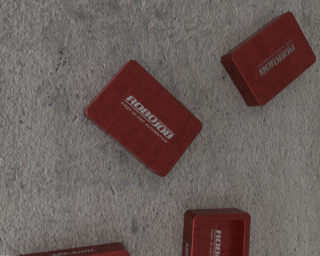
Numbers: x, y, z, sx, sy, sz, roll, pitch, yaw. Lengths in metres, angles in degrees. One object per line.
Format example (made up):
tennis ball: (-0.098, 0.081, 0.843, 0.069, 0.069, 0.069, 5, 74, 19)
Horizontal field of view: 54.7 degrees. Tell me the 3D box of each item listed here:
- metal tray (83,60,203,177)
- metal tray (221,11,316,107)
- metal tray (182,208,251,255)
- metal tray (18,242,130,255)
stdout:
metal tray: (-0.019, -0.011, 0.399, 0.130, 0.030, 0.090, 42, 77, -15)
metal tray: (0.166, -0.103, 0.467, 0.131, 0.030, 0.090, -38, 102, -16)
metal tray: (0.078, 0.182, 0.435, 0.091, 0.030, 0.129, 4, 89, -20)
metal tray: (-0.103, 0.193, 0.368, 0.131, 0.030, 0.089, 0, 90, -20)
